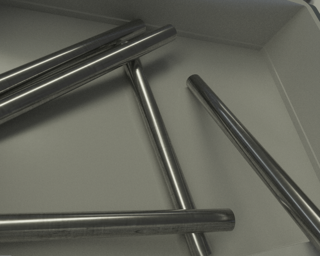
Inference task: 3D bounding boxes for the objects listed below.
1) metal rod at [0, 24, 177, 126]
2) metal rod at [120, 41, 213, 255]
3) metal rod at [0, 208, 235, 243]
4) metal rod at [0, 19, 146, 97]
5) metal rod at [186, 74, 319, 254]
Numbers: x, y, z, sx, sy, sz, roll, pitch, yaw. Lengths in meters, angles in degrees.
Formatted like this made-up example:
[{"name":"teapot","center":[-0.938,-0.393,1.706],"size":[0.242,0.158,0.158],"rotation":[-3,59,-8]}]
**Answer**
[{"name":"metal rod","center":[-0.089,-0.069,0.378],"size":[0.302,0.025,0.025],"rotation":[-35,82,-32]},{"name":"metal rod","center":[-0.001,0.012,0.399],"size":[0.025,0.025,0.299],"rotation":[-7,65,-32]},{"name":"metal rod","center":[-0.064,0.093,0.296],"size":[0.302,0.025,0.025],"rotation":[4,60,-20]},{"name":"metal rod","center":[-0.123,-0.086,0.392],"size":[0.025,0.025,0.302],"rotation":[48,51,5]},{"name":"metal rod","center":[0.101,0.016,0.373],"size":[0.025,0.025,0.300],"rotation":[4,35,-27]}]
